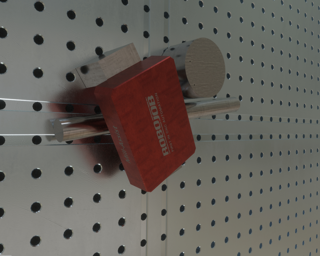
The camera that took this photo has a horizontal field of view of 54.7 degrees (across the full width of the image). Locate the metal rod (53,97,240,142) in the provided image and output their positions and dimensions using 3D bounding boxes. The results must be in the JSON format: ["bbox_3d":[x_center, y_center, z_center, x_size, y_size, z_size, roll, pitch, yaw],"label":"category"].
[{"bbox_3d":[0.009,-0.018,0.419,0.302,0.025,0.025,-10,97,-40],"label":"metal rod"}]

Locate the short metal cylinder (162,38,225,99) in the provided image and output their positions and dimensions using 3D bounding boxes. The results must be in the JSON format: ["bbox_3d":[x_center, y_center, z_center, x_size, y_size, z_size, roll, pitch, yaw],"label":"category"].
[{"bbox_3d":[0.046,-0.081,0.433,0.081,0.050,0.079,0,90,-40],"label":"short metal cylinder"}]

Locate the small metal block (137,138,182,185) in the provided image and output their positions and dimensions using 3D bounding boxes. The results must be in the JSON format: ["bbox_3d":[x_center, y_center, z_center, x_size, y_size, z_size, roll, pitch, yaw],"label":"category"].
[{"bbox_3d":[-0.003,0.040,0.407,0.050,0.025,0.050,-30,109,-36],"label":"small metal block"}]

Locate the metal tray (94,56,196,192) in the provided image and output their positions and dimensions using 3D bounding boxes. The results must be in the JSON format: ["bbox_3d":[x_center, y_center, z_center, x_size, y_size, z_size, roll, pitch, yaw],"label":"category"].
[{"bbox_3d":[-0.010,-0.005,0.349,0.091,0.030,0.129,-37,124,-33],"label":"metal tray"}]

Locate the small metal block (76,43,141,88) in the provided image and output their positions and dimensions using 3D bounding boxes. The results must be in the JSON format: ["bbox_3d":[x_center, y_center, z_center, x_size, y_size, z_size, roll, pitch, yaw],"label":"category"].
[{"bbox_3d":[-0.057,-0.069,0.346,0.050,0.050,0.025,-39,114,-33],"label":"small metal block"}]
